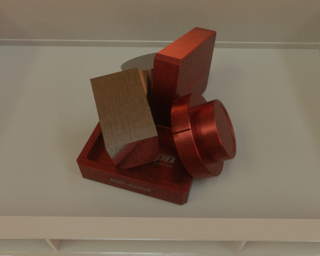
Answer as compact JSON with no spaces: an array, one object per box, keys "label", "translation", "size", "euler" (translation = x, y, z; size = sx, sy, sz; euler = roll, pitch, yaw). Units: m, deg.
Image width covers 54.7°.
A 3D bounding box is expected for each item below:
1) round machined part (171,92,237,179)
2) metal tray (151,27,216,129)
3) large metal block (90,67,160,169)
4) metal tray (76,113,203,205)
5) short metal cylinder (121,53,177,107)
[{"label":"round machined part","translation":[0.054,0.006,0.347],"size":[0.042,0.098,0.098],"euler":[-17,45,26]},{"label":"metal tray","translation":[0.032,-0.069,0.399],"size":[0.030,0.089,0.131],"euler":[19,37,19]},{"label":"large metal block","translation":[-0.036,-0.006,0.342],"size":[0.050,0.080,0.080],"euler":[-15,68,-5]},{"label":"metal tray","translation":[-0.020,0.031,0.373],"size":[0.131,0.030,0.090],"euler":[13,51,11]},{"label":"short metal cylinder","translation":[-0.008,-0.068,0.425],"size":[0.080,0.050,0.080],"euler":[-10,27,5]}]
